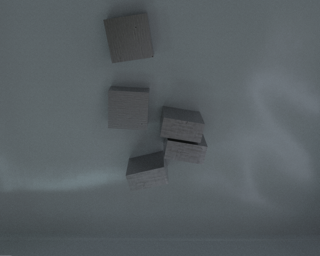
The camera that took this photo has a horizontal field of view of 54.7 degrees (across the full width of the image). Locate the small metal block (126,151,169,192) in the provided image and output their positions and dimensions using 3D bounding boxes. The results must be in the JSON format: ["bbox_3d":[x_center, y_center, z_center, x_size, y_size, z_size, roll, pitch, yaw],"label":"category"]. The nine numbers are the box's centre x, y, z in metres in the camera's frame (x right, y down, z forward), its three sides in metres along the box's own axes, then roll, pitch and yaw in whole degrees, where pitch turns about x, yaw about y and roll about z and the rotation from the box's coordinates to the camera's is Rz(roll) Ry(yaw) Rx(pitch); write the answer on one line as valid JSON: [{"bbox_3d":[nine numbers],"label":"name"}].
[{"bbox_3d":[-0.016,0.058,0.419,0.050,0.050,0.025,-13,110,4],"label":"small metal block"}]

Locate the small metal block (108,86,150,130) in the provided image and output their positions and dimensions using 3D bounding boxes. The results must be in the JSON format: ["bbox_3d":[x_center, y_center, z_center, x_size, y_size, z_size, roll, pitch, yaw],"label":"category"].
[{"bbox_3d":[-0.040,-0.026,0.401,0.050,0.025,0.050,3,110,-2],"label":"small metal block"}]

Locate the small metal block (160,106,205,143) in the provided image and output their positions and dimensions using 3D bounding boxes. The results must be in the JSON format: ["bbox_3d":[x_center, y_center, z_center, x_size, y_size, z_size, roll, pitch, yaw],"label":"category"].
[{"bbox_3d":[0.027,-0.006,0.396,0.050,0.050,0.025,9,110,-4],"label":"small metal block"}]

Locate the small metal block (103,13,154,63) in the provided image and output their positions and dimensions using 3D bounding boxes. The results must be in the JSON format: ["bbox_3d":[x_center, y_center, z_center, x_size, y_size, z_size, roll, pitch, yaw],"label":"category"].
[{"bbox_3d":[-0.036,-0.108,0.371,0.050,0.025,0.050,-8,110,2],"label":"small metal block"}]

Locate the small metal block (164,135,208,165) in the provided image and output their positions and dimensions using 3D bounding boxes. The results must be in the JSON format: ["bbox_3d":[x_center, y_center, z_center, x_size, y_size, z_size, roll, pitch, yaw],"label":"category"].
[{"bbox_3d":[0.032,0.022,0.407,0.050,0.050,0.025,9,110,-4],"label":"small metal block"}]
